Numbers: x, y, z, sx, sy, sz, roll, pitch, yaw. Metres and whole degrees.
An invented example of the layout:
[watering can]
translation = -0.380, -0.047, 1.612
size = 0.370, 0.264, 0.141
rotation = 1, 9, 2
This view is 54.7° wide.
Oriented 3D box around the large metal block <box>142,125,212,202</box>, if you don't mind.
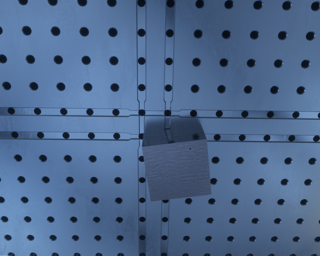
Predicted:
[large metal block]
translation = 0.023, 0.047, 0.418
size = 0.080, 0.050, 0.079
rotation = -7, 110, 2
